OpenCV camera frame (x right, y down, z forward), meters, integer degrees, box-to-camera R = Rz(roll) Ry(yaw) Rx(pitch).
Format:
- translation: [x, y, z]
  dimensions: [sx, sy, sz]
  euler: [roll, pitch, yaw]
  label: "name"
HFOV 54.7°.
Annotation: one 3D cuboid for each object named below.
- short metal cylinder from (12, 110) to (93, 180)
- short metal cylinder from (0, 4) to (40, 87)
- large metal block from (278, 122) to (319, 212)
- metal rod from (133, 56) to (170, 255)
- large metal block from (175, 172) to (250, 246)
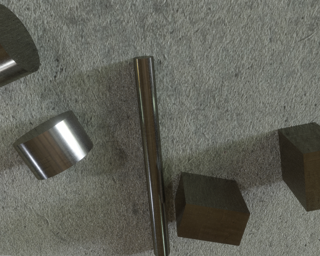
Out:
- translation: [-0.132, 0.020, 0.387]
  dimensions: [0.080, 0.080, 0.050]
  euler: [-25, 108, 9]
  label: "short metal cylinder"
- translation: [-0.181, -0.090, 0.346]
  dimensions: [0.050, 0.080, 0.080]
  euler: [-22, 109, 8]
  label: "short metal cylinder"
- translation: [0.195, 0.047, 0.400]
  dimensions: [0.050, 0.080, 0.080]
  euler: [-11, 110, 4]
  label: "large metal block"
- translation: [-0.009, 0.053, 0.429]
  dimensions: [0.025, 0.025, 0.298]
  euler: [-4, 110, 1]
  label: "metal rod"
- translation: [0.066, 0.107, 0.420]
  dimensions: [0.081, 0.080, 0.050]
  euler: [10, 110, -4]
  label: "large metal block"
